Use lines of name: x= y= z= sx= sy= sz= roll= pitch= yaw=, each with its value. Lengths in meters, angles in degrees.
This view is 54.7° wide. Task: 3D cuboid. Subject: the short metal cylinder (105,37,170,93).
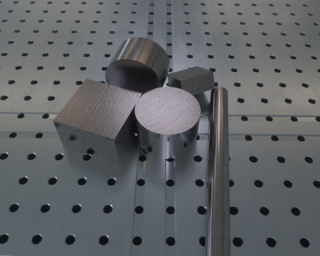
short metal cylinder: x=-0.030 y=-0.080 z=0.439 sx=0.080 sy=0.080 sz=0.050 roll=11 pitch=51 yaw=9

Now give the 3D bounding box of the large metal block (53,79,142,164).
large metal block: x=-0.075 y=-0.011 z=0.400 sx=0.080 sy=0.050 sz=0.080 roll=16 pitch=52 yaw=13

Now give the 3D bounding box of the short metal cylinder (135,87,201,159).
short metal cylinder: x=0.010 y=-0.007 z=0.398 sx=0.081 sy=0.050 sz=0.080 roll=0 pitch=50 yaw=0

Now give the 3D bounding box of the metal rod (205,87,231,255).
metal rod: x=0.067 y=0.063 z=0.354 sx=0.025 sy=0.025 sz=0.300 roll=6 pitch=50 yaw=5

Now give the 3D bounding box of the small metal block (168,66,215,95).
small metal block: x=0.045 y=-0.068 z=0.452 sx=0.050 sy=0.025 sz=0.050 roll=-18 pitch=25 yaw=-15
